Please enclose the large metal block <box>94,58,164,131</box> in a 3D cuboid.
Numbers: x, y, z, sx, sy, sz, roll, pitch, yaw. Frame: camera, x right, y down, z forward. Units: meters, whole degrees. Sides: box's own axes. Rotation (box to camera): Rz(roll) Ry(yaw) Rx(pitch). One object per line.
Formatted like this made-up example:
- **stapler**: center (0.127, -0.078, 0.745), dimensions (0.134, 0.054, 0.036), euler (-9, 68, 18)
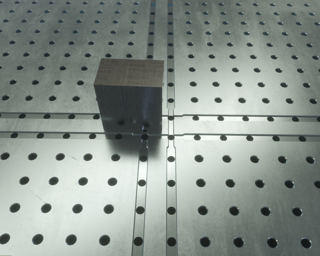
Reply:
- **large metal block**: center (-0.036, -0.043, 0.408), dimensions (0.080, 0.080, 0.050), euler (2, 50, 2)
